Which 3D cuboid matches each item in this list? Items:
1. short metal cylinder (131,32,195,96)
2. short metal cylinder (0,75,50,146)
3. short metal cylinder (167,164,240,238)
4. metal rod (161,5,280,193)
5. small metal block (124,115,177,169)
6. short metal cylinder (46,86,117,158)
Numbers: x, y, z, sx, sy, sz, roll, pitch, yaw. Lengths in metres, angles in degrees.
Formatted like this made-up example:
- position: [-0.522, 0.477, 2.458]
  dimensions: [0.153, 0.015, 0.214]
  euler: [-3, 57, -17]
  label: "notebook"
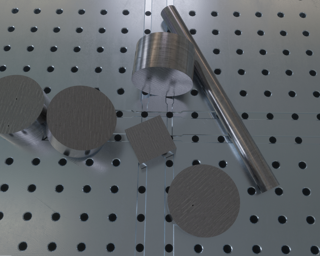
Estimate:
- position: [0.005, -0.082, 0.413]
  dimensions: [0.080, 0.080, 0.050]
  euler: [5, 70, 2]
  label: "short metal cylinder"
- position: [-0.183, -0.022, 0.405]
  dimensions: [0.081, 0.050, 0.080]
  euler: [0, 70, 0]
  label: "short metal cylinder"
- position: [0.049, 0.088, 0.367]
  dimensions: [0.081, 0.050, 0.080]
  euler: [0, 70, 0]
  label: "short metal cylinder"
- position: [0.075, -0.052, 0.431]
  dimensions: [0.025, 0.025, 0.299]
  euler: [-23, 72, -8]
  label: "metal rod"
- position: [-0.012, 0.018, 0.405]
  dimensions: [0.050, 0.025, 0.050]
  euler: [-23, 72, -9]
  label: "small metal block"
- position: [-0.099, -0.007, 0.387]
  dimensions: [0.081, 0.050, 0.080]
  euler: [6, 73, -20]
  label: "short metal cylinder"
